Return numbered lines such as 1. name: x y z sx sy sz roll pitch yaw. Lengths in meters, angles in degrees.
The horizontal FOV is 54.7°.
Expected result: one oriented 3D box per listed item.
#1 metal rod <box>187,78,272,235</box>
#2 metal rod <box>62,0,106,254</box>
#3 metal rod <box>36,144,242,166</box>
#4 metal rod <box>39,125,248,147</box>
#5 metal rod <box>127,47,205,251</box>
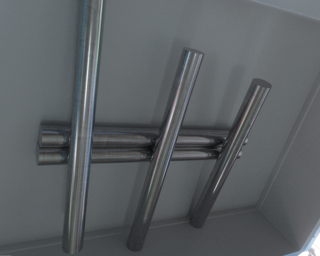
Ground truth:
1. metal rod: 0.094 0.063 0.470 0.025 0.025 0.298 -4 129 -27
2. metal rod: -0.085 0.007 0.335 0.025 0.025 0.298 -1 111 -29
3. metal rod: -0.008 0.034 0.426 0.303 0.025 0.025 2 118 -30
4. metal rod: -0.001 0.013 0.416 0.303 0.025 0.025 2 118 -30
5. metal rod: 0.000 0.045 0.404 0.025 0.025 0.298 1 118 -30
